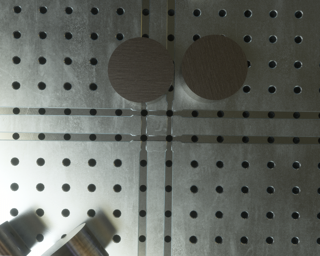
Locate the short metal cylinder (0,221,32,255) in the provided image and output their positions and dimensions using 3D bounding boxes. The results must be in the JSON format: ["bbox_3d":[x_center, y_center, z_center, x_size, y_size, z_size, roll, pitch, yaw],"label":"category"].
[{"bbox_3d":[-0.211,0.162,0.384,0.080,0.080,0.050,-38,90,0],"label":"short metal cylinder"}]

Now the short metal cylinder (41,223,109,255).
[{"bbox_3d":[-0.111,0.165,0.385,0.080,0.080,0.050,-36,90,0],"label":"short metal cylinder"}]

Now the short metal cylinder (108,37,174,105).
[{"bbox_3d":[-0.023,-0.071,0.400,0.081,0.050,0.079,0,90,0],"label":"short metal cylinder"}]

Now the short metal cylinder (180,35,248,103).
[{"bbox_3d":[0.067,-0.074,0.401,0.081,0.050,0.079,0,90,0],"label":"short metal cylinder"}]
